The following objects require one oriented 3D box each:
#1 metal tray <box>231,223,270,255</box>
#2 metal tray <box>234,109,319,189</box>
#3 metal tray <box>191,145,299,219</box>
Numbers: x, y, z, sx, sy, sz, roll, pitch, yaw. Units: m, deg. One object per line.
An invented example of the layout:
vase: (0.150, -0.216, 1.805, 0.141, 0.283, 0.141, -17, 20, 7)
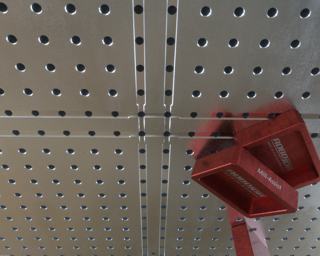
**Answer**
metal tray: (0.182, 0.251, 0.585, 0.030, 0.090, 0.130, -26, 126, 20)
metal tray: (0.175, 0.042, 0.446, 0.090, 0.030, 0.130, -25, 126, 19)
metal tray: (0.122, 0.083, 0.448, 0.130, 0.030, 0.090, 37, 143, -18)
